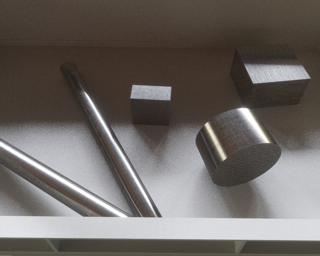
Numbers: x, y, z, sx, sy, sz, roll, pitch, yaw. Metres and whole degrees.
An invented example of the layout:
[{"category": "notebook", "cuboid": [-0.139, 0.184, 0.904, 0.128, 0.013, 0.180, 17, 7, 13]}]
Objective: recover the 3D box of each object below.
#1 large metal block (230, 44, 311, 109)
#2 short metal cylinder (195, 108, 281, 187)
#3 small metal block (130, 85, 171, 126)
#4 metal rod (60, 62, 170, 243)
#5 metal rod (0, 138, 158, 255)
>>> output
[{"category": "large metal block", "cuboid": [0.157, -0.077, 0.456, 0.081, 0.050, 0.080, -6, 50, -5]}, {"category": "short metal cylinder", "cuboid": [0.087, 0.023, 0.351, 0.081, 0.080, 0.050, -13, 51, -11]}, {"category": "small metal block", "cuboid": [-0.011, -0.029, 0.413, 0.050, 0.050, 0.025, 3, 50, 2]}, {"category": "metal rod", "cuboid": [-0.072, 0.009, 0.396, 0.025, 0.025, 0.300, -22, 54, -18]}, {"category": "metal rod", "cuboid": [-0.135, 0.052, 0.347, 0.301, 0.025, 0.025, 24, 54, 23]}]
